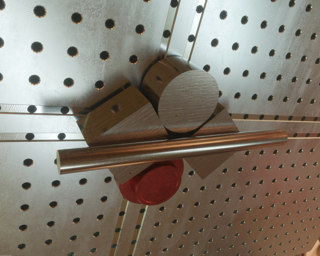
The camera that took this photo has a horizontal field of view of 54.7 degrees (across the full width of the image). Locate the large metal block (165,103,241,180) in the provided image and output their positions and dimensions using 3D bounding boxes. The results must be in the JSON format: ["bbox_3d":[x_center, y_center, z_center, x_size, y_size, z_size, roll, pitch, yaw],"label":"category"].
[{"bbox_3d":[0.060,0.012,0.427,0.080,0.050,0.080,-40,130,0],"label":"large metal block"}]

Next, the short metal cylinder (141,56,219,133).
[{"bbox_3d":[0.024,-0.041,0.378,0.081,0.050,0.079,-14,124,-21],"label":"short metal cylinder"}]

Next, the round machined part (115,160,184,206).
[{"bbox_3d":[-0.009,0.069,0.433,0.099,0.042,0.097,-14,124,-21],"label":"round machined part"}]

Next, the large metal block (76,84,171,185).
[{"bbox_3d":[-0.039,0.008,0.374,0.080,0.050,0.080,-35,131,-6],"label":"large metal block"}]

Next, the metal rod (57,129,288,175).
[{"bbox_3d":[0.035,0.023,0.373,0.303,0.025,0.025,-4,121,-26],"label":"metal rod"}]
